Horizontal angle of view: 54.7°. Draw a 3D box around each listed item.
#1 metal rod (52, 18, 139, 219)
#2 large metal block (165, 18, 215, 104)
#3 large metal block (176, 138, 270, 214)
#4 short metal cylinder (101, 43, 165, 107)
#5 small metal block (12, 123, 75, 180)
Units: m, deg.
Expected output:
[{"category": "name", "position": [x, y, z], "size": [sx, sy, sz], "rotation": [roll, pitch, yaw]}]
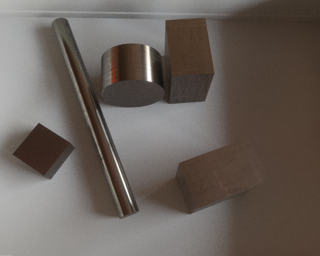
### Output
[{"category": "metal rod", "position": [-0.093, -0.026, 0.417], "size": [0.025, 0.025, 0.299], "rotation": [-21, 72, -8]}, {"category": "large metal block", "position": [0.035, -0.086, 0.412], "size": [0.050, 0.080, 0.080], "rotation": [-5, 70, -2]}, {"category": "large metal block", "position": [0.066, 0.059, 0.360], "size": [0.081, 0.080, 0.050], "rotation": [-19, 72, -7]}, {"category": "short metal cylinder", "position": [-0.036, -0.066, 0.404], "size": [0.081, 0.080, 0.050], "rotation": [-4, 70, -2]}, {"category": "small metal block", "position": [-0.148, 0.030, 0.397], "size": [0.050, 0.025, 0.050], "rotation": [31, 73, 10]}]
